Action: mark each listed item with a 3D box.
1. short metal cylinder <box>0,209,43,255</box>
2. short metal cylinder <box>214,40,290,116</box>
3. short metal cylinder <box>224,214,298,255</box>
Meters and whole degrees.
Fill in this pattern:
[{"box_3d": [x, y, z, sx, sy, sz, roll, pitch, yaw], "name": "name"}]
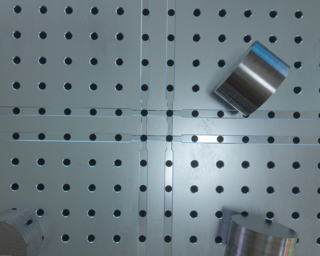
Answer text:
[{"box_3d": [-0.201, 0.151, 0.399, 0.081, 0.050, 0.079, 0, 90, 0], "name": "short metal cylinder"}, {"box_3d": [0.113, -0.061, 0.387, 0.050, 0.080, 0.080, 39, 90, 0], "name": "short metal cylinder"}, {"box_3d": [0.125, 0.146, 0.387, 0.080, 0.080, 0.050, 11, 90, 0], "name": "short metal cylinder"}]
